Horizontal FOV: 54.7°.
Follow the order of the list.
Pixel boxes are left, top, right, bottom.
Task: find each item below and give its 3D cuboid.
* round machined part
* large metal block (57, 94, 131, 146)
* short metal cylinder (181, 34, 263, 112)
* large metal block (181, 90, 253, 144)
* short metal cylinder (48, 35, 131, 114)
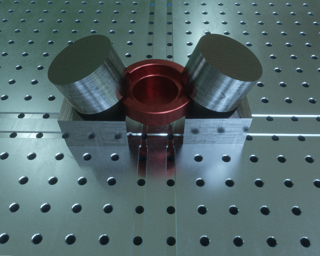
[{"bbox_3d":[-0.005,-0.041,0.392,0.099,0.042,0.098,0,50,0],"label":"round machined part"},{"bbox_3d":[-0.080,-0.023,0.410,0.080,0.050,0.080,1,50,0],"label":"large metal block"},{"bbox_3d":[0.071,-0.065,0.365,0.081,0.050,0.080,13,48,-15],"label":"short metal cylinder"},{"bbox_3d":[0.070,-0.026,0.413,0.081,0.050,0.080,-1,50,-1],"label":"large metal block"},{"bbox_3d":[-0.081,-0.063,0.362,0.080,0.050,0.080,-13,49,16],"label":"short metal cylinder"}]
